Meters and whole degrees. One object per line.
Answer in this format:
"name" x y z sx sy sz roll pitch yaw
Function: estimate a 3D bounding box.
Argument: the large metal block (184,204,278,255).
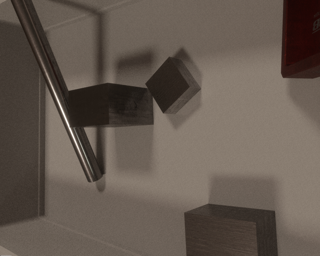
"large metal block" 0.075 0.129 0.327 0.080 0.050 0.080 -5 87 39

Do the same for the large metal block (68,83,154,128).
"large metal block" -0.066 -0.027 0.423 0.080 0.081 0.050 -3 88 39

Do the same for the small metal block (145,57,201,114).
"small metal block" 0.016 -0.053 0.392 0.050 0.025 0.050 -44 64 30

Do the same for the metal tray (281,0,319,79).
"metal tray" 0.132 -0.090 0.235 0.030 0.130 0.089 1 92 1

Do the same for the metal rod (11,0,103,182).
"metal rod" -0.147 -0.056 0.446 0.025 0.025 0.298 -3 113 40
